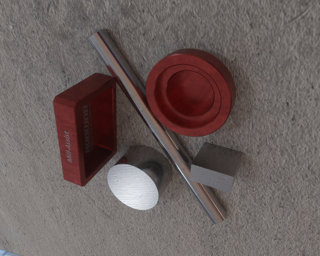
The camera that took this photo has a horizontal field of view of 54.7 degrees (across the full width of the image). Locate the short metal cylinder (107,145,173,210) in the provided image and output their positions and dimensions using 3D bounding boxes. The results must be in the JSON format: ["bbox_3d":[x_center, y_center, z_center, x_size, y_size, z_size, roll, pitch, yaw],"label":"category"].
[{"bbox_3d":[-0.028,0.071,0.449,0.080,0.050,0.079,13,124,20],"label":"short metal cylinder"}]

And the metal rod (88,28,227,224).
[{"bbox_3d":[0.004,0.007,0.410,0.025,0.025,0.299,-24,106,36],"label":"metal rod"}]

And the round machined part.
[{"bbox_3d":[0.037,-0.042,0.351,0.098,0.042,0.097,13,124,20],"label":"round machined part"}]

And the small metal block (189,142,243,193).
[{"bbox_3d":[0.069,0.047,0.380,0.050,0.050,0.025,16,125,19],"label":"small metal block"}]

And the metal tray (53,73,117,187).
[{"bbox_3d":[-0.094,0.002,0.416,0.030,0.090,0.129,17,125,18],"label":"metal tray"}]
